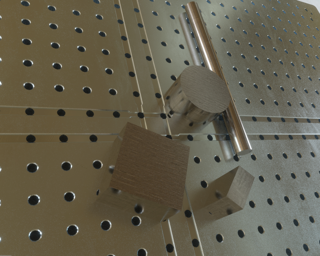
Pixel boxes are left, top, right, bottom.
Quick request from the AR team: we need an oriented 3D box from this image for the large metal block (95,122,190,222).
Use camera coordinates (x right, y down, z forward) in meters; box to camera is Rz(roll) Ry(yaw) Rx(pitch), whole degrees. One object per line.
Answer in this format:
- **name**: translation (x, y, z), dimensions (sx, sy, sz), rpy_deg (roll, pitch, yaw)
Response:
- **large metal block**: translation (-0.017, 0.051, 0.353), dimensions (0.080, 0.050, 0.080), rpy_deg (23, 53, -15)

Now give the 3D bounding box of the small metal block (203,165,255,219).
- **small metal block**: translation (0.087, 0.082, 0.391), dimensions (0.025, 0.050, 0.050), rpy_deg (39, 51, -3)

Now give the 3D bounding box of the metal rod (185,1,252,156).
- **metal rod**: translation (0.091, -0.096, 0.517), dimensions (0.025, 0.025, 0.299), rpy_deg (1, 61, -28)

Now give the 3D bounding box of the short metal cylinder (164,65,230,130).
- **short metal cylinder**: translation (0.053, -0.043, 0.449), dimensions (0.081, 0.050, 0.080), rpy_deg (14, 56, -21)
